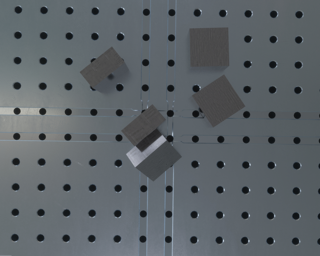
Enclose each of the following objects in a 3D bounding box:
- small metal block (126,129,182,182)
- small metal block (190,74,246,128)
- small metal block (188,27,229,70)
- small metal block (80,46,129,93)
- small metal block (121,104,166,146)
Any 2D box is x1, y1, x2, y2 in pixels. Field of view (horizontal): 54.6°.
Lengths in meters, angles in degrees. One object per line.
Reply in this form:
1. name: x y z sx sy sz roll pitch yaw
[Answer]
1. small metal block: -0.007 0.035 0.399 0.050 0.050 0.025 -41 51 0
2. small metal block: 0.076 -0.035 0.414 0.050 0.025 0.050 -33 90 0
3. small metal block: 0.064 -0.105 0.414 0.050 0.025 0.050 -2 90 0
4. small metal block: -0.070 -0.074 0.400 0.050 0.050 0.025 -39 90 0
5. small metal block: -0.020 -0.003 0.401 0.050 0.050 0.025 -40 89 0
